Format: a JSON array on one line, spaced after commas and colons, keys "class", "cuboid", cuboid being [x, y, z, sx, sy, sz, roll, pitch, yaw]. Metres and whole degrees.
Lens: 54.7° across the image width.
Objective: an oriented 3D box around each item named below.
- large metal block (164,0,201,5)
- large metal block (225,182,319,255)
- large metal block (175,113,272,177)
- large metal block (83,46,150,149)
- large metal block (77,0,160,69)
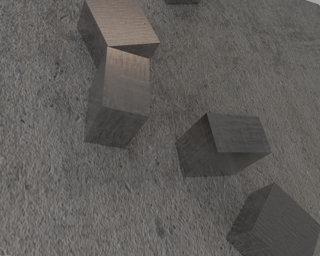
[{"class": "large metal block", "cuboid": [0.036, -0.279, 0.577, 0.081, 0.050, 0.080, -17, 71, -35]}, {"class": "large metal block", "cuboid": [0.142, 0.130, 0.385, 0.080, 0.050, 0.080, 43, 51, 1]}, {"class": "large metal block", "cuboid": [0.077, 0.024, 0.395, 0.081, 0.080, 0.050, 3, 61, -27]}, {"class": "large metal block", "cuboid": [-0.051, -0.032, 0.361, 0.050, 0.080, 0.080, 12, 57, -22]}, {"class": "large metal block", "cuboid": [-0.059, -0.132, 0.436, 0.081, 0.050, 0.080, -15, 70, -34]}]
